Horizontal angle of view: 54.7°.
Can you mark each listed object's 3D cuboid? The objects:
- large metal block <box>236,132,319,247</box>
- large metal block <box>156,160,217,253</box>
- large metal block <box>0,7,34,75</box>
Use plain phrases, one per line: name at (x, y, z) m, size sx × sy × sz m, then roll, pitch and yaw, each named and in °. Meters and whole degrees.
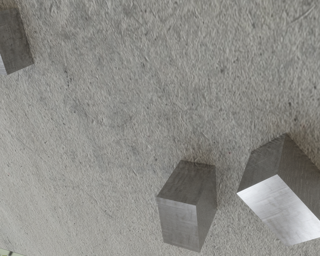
large metal block at (0.138, 0.065, 0.339) m, size 0.080 × 0.080 × 0.050 m, roll 47°, pitch 129°, yaw -5°
large metal block at (0.040, 0.101, 0.413) m, size 0.050 × 0.080 × 0.079 m, roll 7°, pitch 122°, yaw 25°
large metal block at (-0.238, -0.125, 0.439) m, size 0.080 × 0.050 × 0.079 m, roll 9°, pitch 123°, yaw 23°
